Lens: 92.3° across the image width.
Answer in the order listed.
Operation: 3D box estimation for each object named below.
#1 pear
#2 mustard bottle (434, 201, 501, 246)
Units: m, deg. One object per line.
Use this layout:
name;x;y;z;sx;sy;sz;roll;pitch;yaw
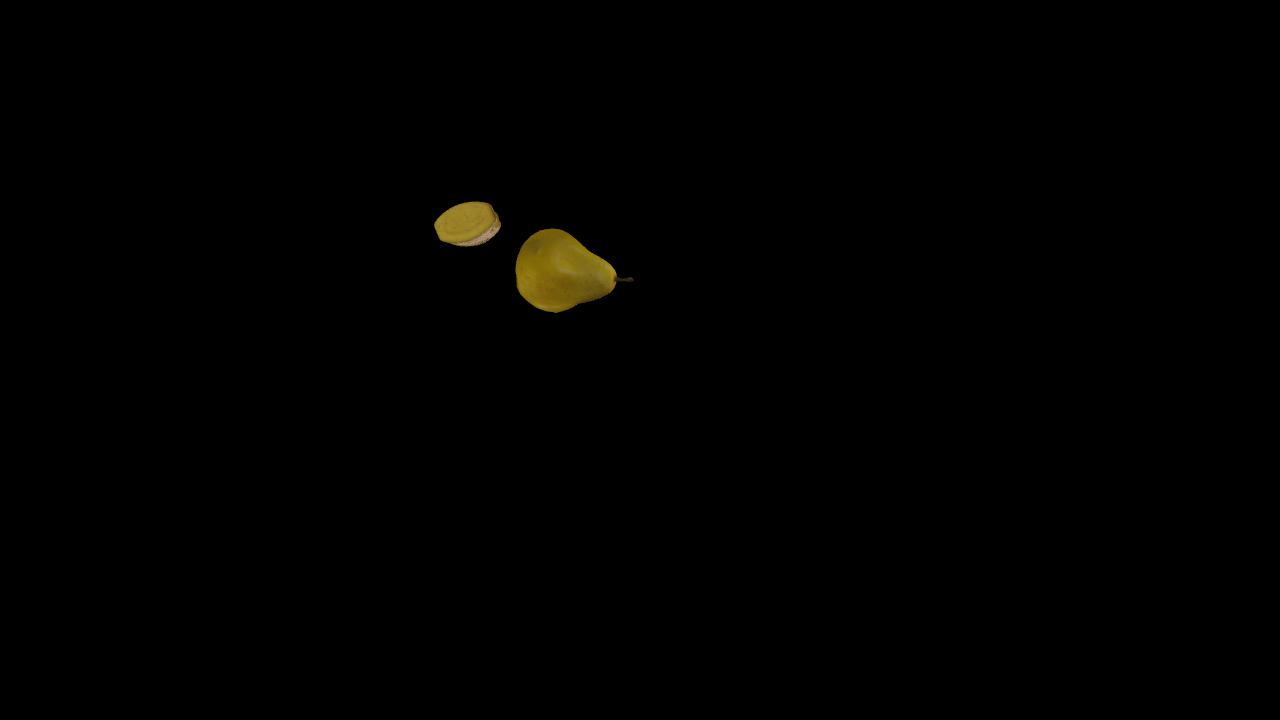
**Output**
pear;-0.059;-0.080;0.585;0.111;0.080;0.080;15;1;5
mustard bottle;-0.270;-0.213;0.991;0.092;0.054;0.184;-28;9;-4
